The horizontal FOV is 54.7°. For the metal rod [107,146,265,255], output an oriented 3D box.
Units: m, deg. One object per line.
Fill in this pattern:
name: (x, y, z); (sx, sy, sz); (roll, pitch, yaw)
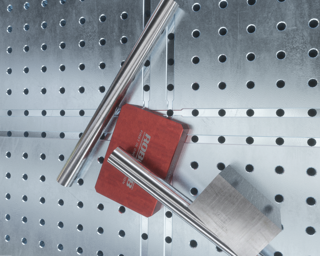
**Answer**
metal rod: (0.062, 0.120, 0.369); (0.300, 0.025, 0.025); (36, 102, 8)

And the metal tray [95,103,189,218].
metal tray: (-0.026, 0.042, 0.419); (0.090, 0.030, 0.129); (22, 97, 18)

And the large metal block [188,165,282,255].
large metal block: (0.088, 0.092, 0.352); (0.080, 0.080, 0.050); (42, 103, 15)

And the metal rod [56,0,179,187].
metal rod: (-0.064, -0.043, 0.434); (0.025, 0.025, 0.299); (36, 101, 16)
